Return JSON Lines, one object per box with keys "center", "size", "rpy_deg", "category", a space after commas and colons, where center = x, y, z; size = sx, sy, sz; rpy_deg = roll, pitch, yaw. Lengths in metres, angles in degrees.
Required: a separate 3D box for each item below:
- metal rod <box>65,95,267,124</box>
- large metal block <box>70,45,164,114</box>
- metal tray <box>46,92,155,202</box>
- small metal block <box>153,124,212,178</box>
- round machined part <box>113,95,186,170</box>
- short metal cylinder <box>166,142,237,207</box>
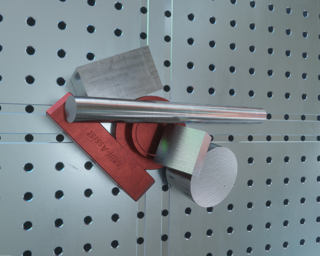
{"center": [0.035, -0.018, 0.376], "size": [0.302, 0.025, 0.025], "rpy_deg": [0, 90, -40], "category": "metal rod"}
{"center": [-0.054, -0.052, 0.363], "size": [0.081, 0.080, 0.050], "rpy_deg": [-22, 98, -19], "category": "large metal block"}
{"center": [-0.071, 0.021, 0.352], "size": [0.030, 0.090, 0.130], "rpy_deg": [-46, 105, -14], "category": "metal tray"}
{"center": [0.027, 0.025, 0.364], "size": [0.025, 0.050, 0.050], "rpy_deg": [36, 72, -60], "category": "small metal block"}
{"center": [-0.010, 0.006, 0.404], "size": [0.099, 0.042, 0.097], "rpy_deg": [0, 90, -21], "category": "round machined part"}
{"center": [0.055, 0.057, 0.408], "size": [0.081, 0.050, 0.079], "rpy_deg": [-10, 108, -33], "category": "short metal cylinder"}
